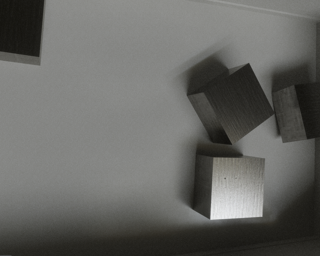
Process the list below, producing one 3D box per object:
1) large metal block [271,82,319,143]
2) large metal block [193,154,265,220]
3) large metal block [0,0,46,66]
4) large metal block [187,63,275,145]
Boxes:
[{"bbox_3d":[0.229,-0.025,0.475,0.081,0.050,0.080,-9,84,-20],"label":"large metal block"},{"bbox_3d":[0.095,0.079,0.432,0.081,0.050,0.080,3,89,-20],"label":"large metal block"},{"bbox_3d":[-0.169,-0.117,0.334,0.081,0.050,0.080,5,89,-20],"label":"large metal block"},{"bbox_3d":[0.099,-0.033,0.433,0.080,0.050,0.080,-34,101,-17],"label":"large metal block"}]
